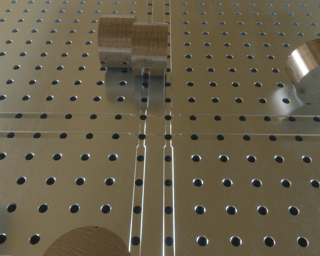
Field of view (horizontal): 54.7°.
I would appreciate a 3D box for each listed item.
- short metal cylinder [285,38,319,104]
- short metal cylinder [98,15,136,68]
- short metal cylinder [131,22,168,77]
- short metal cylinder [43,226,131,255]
[{"bbox_3d":[0.228,-0.080,0.442,0.081,0.080,0.050,-2,50,-2],"label":"short metal cylinder"},{"bbox_3d":[-0.063,-0.134,0.484,0.050,0.080,0.080,2,50,1],"label":"short metal cylinder"},{"bbox_3d":[-0.014,-0.119,0.472,0.050,0.080,0.080,2,50,1],"label":"short metal cylinder"},{"bbox_3d":[-0.063,0.136,0.276,0.081,0.050,0.080,0,50,0],"label":"short metal cylinder"}]
